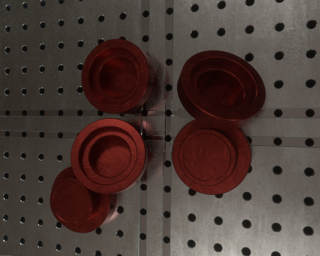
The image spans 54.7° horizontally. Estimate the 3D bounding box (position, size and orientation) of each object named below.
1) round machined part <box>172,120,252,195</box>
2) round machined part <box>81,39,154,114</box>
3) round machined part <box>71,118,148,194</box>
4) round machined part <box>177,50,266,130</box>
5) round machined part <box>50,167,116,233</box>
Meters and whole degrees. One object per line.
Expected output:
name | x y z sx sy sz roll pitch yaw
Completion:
round machined part | 0.061 0.034 0.382 0.098 0.042 0.097 0 90 19
round machined part | -0.053 -0.067 0.421 0.098 0.042 0.097 0 90 19
round machined part | -0.065 0.039 0.415 0.099 0.042 0.098 -1 77 6
round machined part | 0.068 -0.040 0.362 0.099 0.042 0.098 6 59 -9
round machined part | -0.116 0.102 0.443 0.098 0.042 0.097 0 90 19
